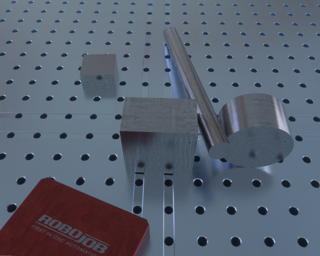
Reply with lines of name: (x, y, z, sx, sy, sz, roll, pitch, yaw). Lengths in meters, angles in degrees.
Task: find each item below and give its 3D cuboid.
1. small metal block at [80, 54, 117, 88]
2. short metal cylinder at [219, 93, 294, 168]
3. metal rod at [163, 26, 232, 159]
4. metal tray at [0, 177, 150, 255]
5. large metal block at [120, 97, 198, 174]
small metal block: (-0.094, -0.089, 0.481, 0.050, 0.025, 0.050, -1, 50, -2)
short metal cylinder: (0.112, 0.004, 0.370, 0.080, 0.080, 0.050, 3, 50, 2)
metal rod: (0.041, -0.072, 0.437, 0.025, 0.025, 0.300, -7, 41, -6)
metal tray: (-0.087, 0.113, 0.308, 0.130, 0.030, 0.090, 19, 52, 15)
large metal block: (0.000, 0.011, 0.363, 0.081, 0.080, 0.050, 2, 50, 1)
